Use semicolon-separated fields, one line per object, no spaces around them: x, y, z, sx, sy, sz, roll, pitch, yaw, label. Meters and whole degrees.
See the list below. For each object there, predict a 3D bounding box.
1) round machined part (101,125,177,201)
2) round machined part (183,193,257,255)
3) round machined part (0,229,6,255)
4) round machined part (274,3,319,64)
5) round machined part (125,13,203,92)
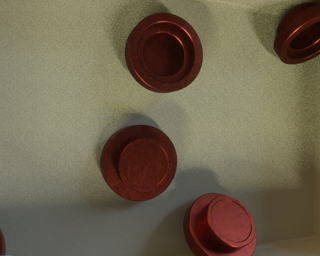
-0.023;0.045;0.393;0.099;0.042;0.097;0;90;-20;round machined part
0.084;0.129;0.405;0.099;0.042;0.098;13;47;-14;round machined part
-0.210;0.131;0.312;0.099;0.042;0.098;8;64;-15;round machined part
0.215;-0.144;0.460;0.099;0.097;0.042;-7;59;-20;round machined part
0.002;-0.094;0.402;0.099;0.042;0.097;0;90;-20;round machined part
